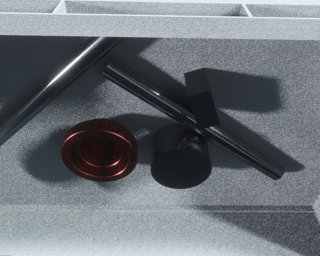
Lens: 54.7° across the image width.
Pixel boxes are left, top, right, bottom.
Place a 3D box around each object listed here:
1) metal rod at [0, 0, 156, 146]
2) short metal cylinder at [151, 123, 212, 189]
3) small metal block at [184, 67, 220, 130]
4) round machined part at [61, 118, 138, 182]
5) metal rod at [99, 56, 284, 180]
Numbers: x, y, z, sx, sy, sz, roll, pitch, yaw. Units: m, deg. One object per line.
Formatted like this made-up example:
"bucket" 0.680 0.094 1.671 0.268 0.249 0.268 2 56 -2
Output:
"metal rod" -0.126 -0.049 0.365 0.299 0.025 0.025 -33 123 24
"short metal cylinder" 0.028 0.039 0.427 0.081 0.050 0.079 0 130 0
"small metal block" 0.049 -0.035 0.364 0.025 0.050 0.050 -15 129 11
"round machined part" -0.079 0.025 0.419 0.099 0.042 0.097 -1 130 0
"metal rod" 0.058 -0.002 0.408 0.301 0.025 0.025 30 124 -24
